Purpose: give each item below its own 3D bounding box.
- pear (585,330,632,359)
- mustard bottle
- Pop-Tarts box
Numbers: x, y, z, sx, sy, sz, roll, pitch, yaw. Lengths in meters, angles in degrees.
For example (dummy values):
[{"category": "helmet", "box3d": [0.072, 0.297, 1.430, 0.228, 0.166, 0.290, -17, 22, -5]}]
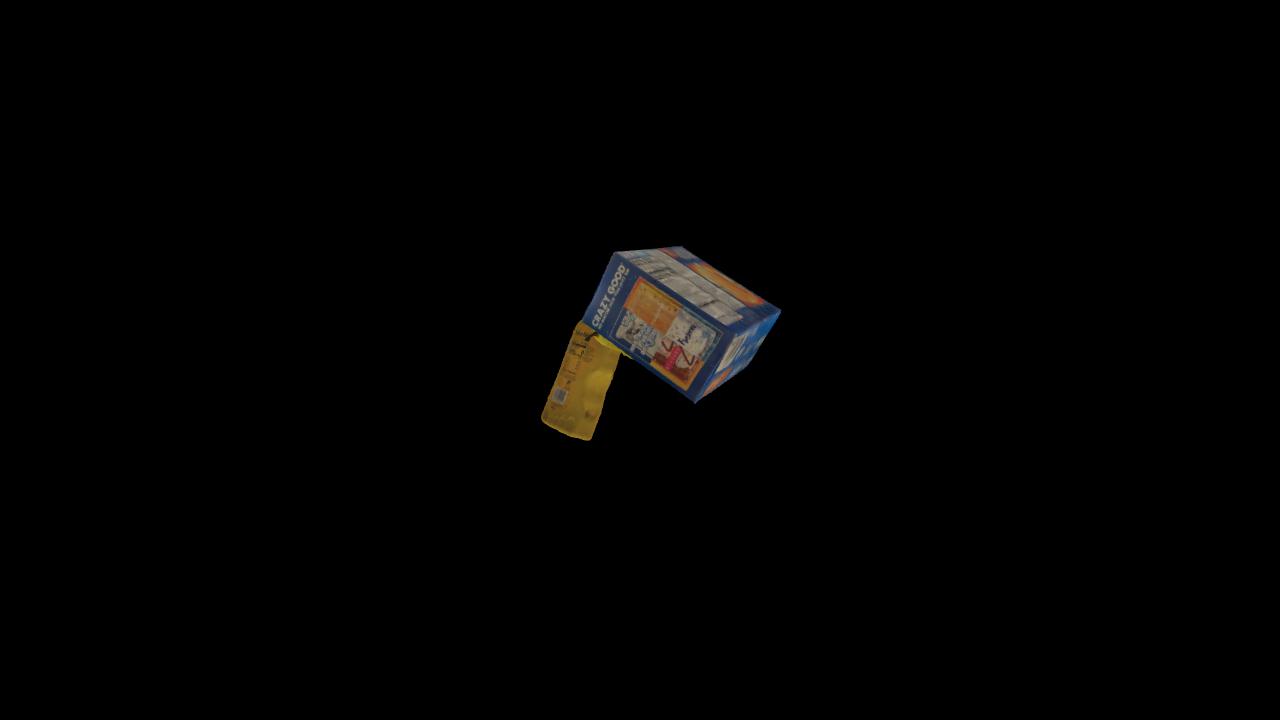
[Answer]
[{"category": "pear", "box3d": [-0.019, -0.039, 0.683, 0.111, 0.080, 0.080, -1, 1, -36]}, {"category": "mustard bottle", "box3d": [-0.063, 0.001, 0.761, 0.054, 0.184, 0.092, 20, -2, -30]}, {"category": "Pop-Tarts box", "box3d": [0.049, -0.045, 0.632, 0.141, 0.083, 0.167, 36, 24, 15]}]
